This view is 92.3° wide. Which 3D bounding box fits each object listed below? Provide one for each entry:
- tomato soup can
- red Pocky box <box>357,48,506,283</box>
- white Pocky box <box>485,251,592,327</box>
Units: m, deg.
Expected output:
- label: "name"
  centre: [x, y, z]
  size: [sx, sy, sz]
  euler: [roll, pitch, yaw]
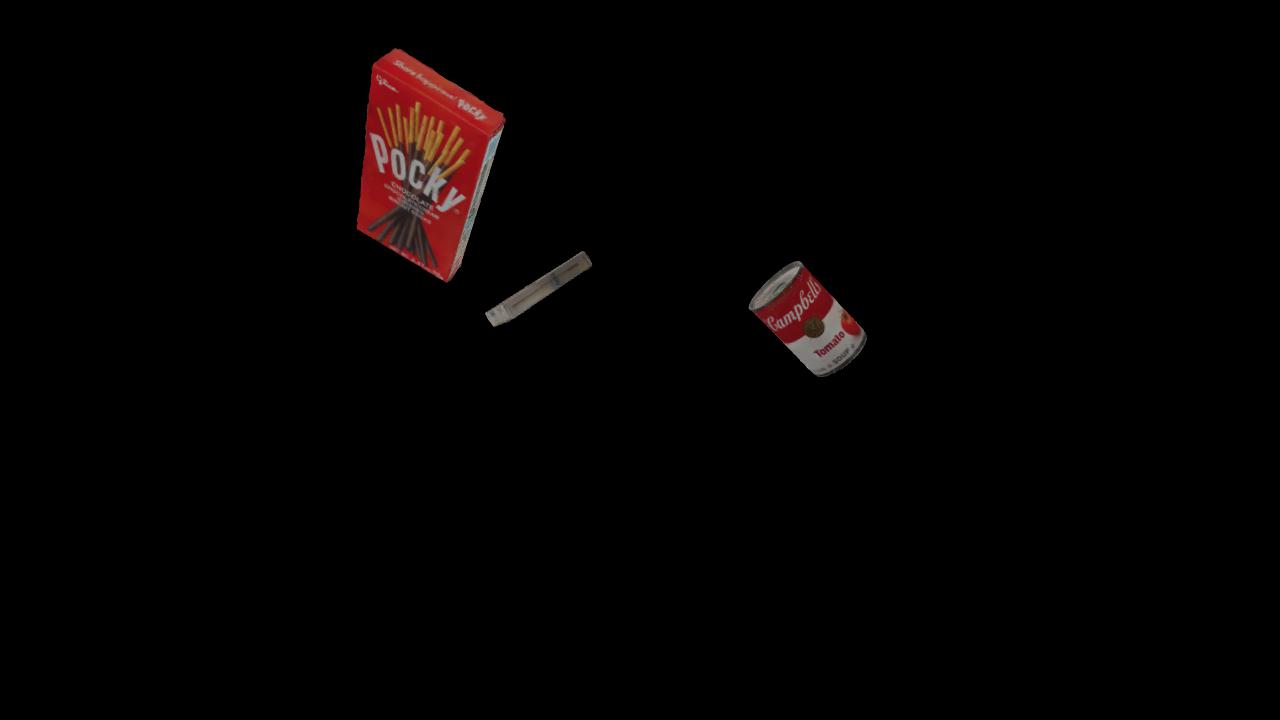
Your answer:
- label: "tomato soup can"
  centre: [0.167, -0.039, 0.614]
  size: [0.101, 0.068, 0.068]
  euler: [44, -10, -11]
- label: "red Pocky box"
  centre: [-0.154, -0.129, 0.438]
  size: [0.083, 0.028, 0.155]
  euler: [31, -41, -6]
- label: "white Pocky box"
  centre: [-0.147, -0.102, 0.895]
  size: [0.154, 0.028, 0.084]
  euler: [-39, 14, -29]
